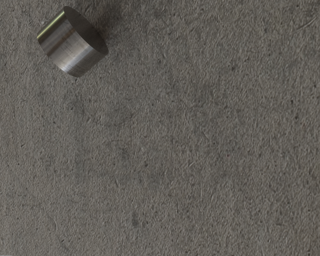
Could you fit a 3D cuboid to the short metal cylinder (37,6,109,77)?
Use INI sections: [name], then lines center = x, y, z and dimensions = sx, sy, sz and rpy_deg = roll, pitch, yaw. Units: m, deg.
[short metal cylinder]
center = -0.117, -0.116, 0.421
dimensions = 0.050, 0.080, 0.080
rpy_deg = -36, 79, 16
